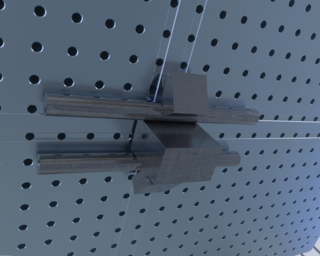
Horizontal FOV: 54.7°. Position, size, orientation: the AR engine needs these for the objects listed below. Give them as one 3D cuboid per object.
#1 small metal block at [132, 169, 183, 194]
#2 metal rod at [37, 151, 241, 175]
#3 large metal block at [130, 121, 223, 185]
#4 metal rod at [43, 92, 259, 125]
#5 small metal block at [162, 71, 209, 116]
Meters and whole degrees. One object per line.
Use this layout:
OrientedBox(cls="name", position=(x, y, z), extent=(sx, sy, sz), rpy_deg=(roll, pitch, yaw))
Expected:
OrientedBox(cls="small metal block", position=(-0.005, 0.073, 0.434), extent=(0.050, 0.025, 0.050), rpy_deg=(2, 155, -30))
OrientedBox(cls="metal rod", position=(-0.009, 0.046, 0.431), extent=(0.303, 0.025, 0.025), rpy_deg=(2, 118, -30))
OrientedBox(cls="large metal block", position=(0.019, 0.025, 0.396), extent=(0.081, 0.080, 0.050), rpy_deg=(2, 118, -29))
OrientedBox(cls="metal rod", position=(0.011, -0.021, 0.399), extent=(0.303, 0.025, 0.025), rpy_deg=(2, 118, -30))
OrientedBox(cls="small metal block", position=(0.031, -0.040, 0.384), extent=(0.050, 0.025, 0.050), rpy_deg=(1, 84, -29))
